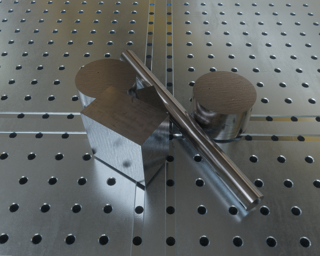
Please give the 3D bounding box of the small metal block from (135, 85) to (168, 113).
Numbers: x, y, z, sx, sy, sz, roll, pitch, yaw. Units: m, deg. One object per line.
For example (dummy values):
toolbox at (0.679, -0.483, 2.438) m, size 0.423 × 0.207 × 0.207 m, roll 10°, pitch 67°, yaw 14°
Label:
small metal block at (-0.011, -0.018, 0.401) m, size 0.025 × 0.050 × 0.050 m, roll -17°, pitch 52°, yaw -13°

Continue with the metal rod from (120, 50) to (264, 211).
metal rod at (0.025, -0.017, 0.417) m, size 0.025 × 0.025 × 0.300 m, roll -25°, pitch 55°, yaw -20°

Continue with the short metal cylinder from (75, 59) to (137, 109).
short metal cylinder at (-0.072, -0.051, 0.429) m, size 0.081 × 0.050 × 0.080 m, roll 0°, pitch 50°, yaw 0°

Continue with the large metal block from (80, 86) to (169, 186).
large metal block at (-0.037, 0.010, 0.358) m, size 0.080 × 0.080 × 0.050 m, roll 27°, pitch 56°, yaw 21°

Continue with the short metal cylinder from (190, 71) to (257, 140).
short metal cylinder at (0.082, -0.031, 0.413) m, size 0.081 × 0.050 × 0.080 m, roll 0°, pitch 50°, yaw 0°
